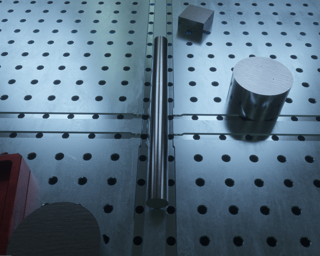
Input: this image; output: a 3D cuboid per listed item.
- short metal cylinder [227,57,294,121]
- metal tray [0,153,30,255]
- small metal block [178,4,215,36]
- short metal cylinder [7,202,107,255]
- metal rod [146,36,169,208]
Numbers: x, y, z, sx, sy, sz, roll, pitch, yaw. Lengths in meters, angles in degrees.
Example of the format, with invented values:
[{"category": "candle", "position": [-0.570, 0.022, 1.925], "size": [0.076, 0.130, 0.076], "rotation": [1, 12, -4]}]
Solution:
[{"category": "short metal cylinder", "position": [0.140, -0.056, 0.440], "size": [0.081, 0.050, 0.080], "rotation": [0, 50, 0]}, {"category": "metal tray", "position": [-0.195, 0.092, 0.325], "size": [0.091, 0.030, 0.130], "rotation": [-6, 50, -6]}, {"category": "small metal block", "position": [0.067, -0.202, 0.578], "size": [0.050, 0.025, 0.050], "rotation": [22, 53, 17]}, {"category": "short metal cylinder", "position": [-0.093, 0.118, 0.292], "size": [0.081, 0.050, 0.080], "rotation": [0, 50, 0]}, {"category": "metal rod", "position": [-0.001, -0.032, 0.434], "size": [0.025, 0.025, 0.300], "rotation": [1, 50, 0]}]
